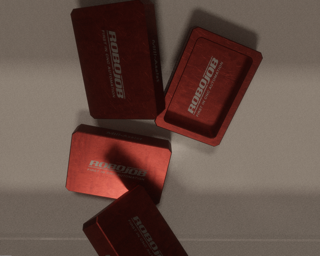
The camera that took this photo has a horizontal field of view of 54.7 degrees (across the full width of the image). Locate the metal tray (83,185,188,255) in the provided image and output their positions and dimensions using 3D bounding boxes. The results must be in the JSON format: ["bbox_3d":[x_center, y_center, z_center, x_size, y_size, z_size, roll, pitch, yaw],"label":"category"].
[{"bbox_3d":[-0.022,0.145,0.374,0.030,0.091,0.130,-36,86,35],"label":"metal tray"}]

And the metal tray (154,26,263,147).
[{"bbox_3d":[0.057,-0.050,0.390,0.091,0.030,0.129,20,109,-8],"label":"metal tray"}]

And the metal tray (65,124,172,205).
[{"bbox_3d":[-0.057,0.051,0.427,0.131,0.030,0.089,11,110,-5],"label":"metal tray"}]

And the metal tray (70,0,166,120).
[{"bbox_3d":[-0.047,-0.076,0.363,0.090,0.030,0.129,1,111,21],"label":"metal tray"}]
